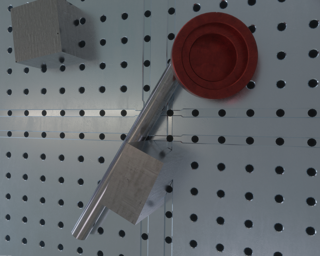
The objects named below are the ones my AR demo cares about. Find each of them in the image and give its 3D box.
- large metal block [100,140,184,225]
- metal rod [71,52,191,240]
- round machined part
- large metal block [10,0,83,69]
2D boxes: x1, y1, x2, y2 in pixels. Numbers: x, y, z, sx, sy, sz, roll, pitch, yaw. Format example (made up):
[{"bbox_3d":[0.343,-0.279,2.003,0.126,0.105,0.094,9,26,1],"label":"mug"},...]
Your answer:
[{"bbox_3d":[-0.020,0.063,0.390,0.050,0.080,0.080,27,99,18],"label":"large metal block"},{"bbox_3d":[-0.042,0.030,0.427,0.025,0.025,0.299,34,101,17],"label":"metal rod"},{"bbox_3d":[0.061,-0.083,0.370,0.099,0.042,0.097,0,94,-3],"label":"round machined part"},{"bbox_3d":[-0.167,-0.139,0.458,0.080,0.050,0.080,-7,88,20],"label":"large metal block"}]
